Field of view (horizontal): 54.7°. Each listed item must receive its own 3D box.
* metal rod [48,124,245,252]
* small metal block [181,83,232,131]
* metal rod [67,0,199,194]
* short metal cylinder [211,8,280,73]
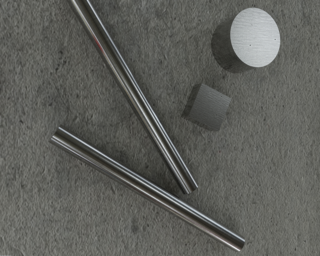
[{"bbox_3d":[-0.005,0.087,0.407,0.301,0.025,0.025,34,79,-17],"label":"metal rod"},{"bbox_3d":[0.065,-0.028,0.433,0.050,0.025,0.050,25,82,-19],"label":"small metal block"},{"bbox_3d":[-0.033,-0.044,0.396,0.025,0.025,0.299,-34,101,-17],"label":"metal rod"},{"bbox_3d":[0.121,-0.122,0.440,0.081,0.050,0.079,0,90,-20],"label":"short metal cylinder"}]
